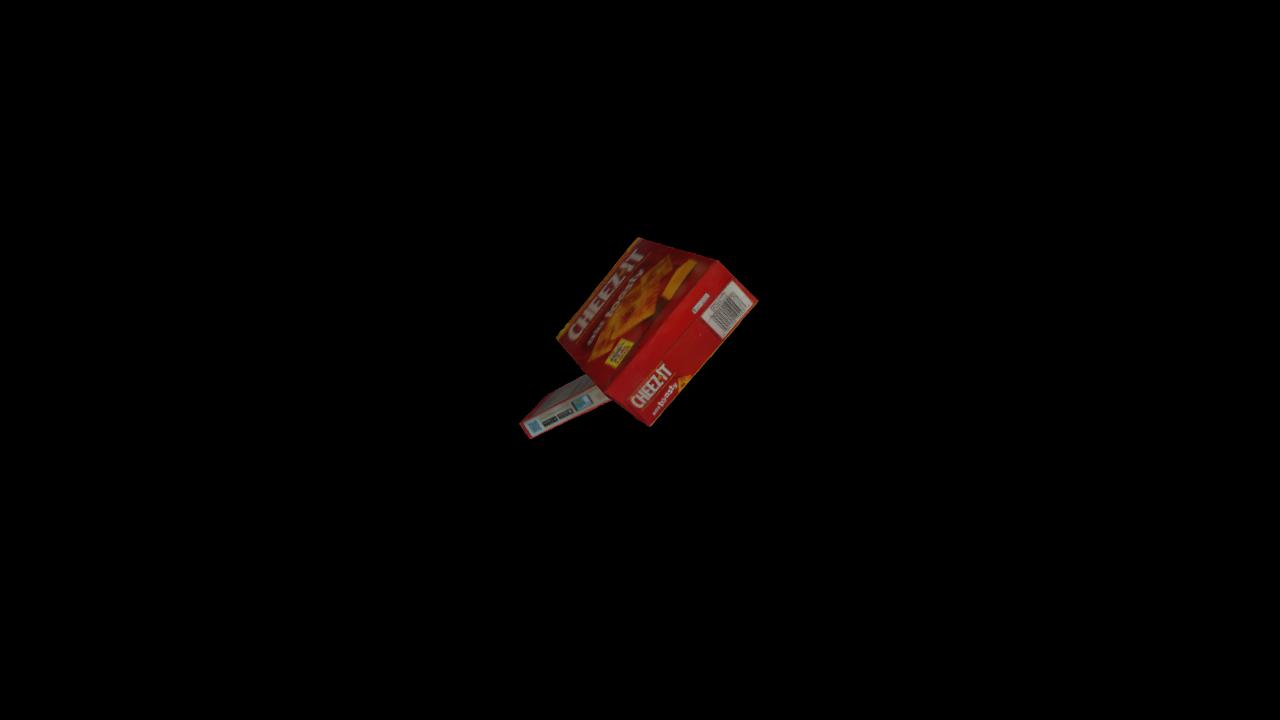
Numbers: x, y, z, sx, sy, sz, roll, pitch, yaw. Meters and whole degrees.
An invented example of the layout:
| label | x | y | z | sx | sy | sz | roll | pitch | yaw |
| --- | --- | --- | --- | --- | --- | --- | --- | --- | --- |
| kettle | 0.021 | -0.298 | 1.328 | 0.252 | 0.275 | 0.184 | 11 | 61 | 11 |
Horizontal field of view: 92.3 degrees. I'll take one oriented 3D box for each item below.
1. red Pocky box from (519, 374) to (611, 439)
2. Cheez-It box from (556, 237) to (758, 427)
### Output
| label | x | y | z | sx | sy | sz | roll | pitch | yaw |
| --- | --- | --- | --- | --- | --- | --- | --- | --- | --- |
| red Pocky box | -0.065 | 0.039 | 0.731 | 0.155 | 0.028 | 0.083 | -27 | 13 | 27 |
| Cheez-It box | 0.004 | -0.043 | 0.671 | 0.071 | 0.166 | 0.223 | 41 | -1 | -25 |
